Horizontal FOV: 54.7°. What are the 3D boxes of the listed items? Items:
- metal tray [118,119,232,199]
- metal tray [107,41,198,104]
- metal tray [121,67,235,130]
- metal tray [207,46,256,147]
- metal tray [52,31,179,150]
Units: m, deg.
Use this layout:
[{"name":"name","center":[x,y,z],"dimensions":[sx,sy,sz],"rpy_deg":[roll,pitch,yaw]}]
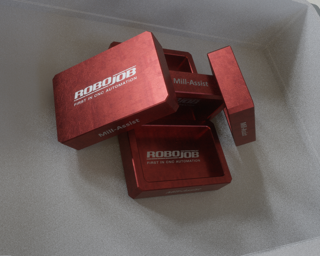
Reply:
[{"name":"metal tray","center":[0.019,0.035,0.387],"dimensions":[0.131,0.030,0.090],"rpy_deg":[1,61,-29]},{"name":"metal tray","center":[-0.006,-0.071,0.440],"dimensions":[0.131,0.030,0.090],"rpy_deg":[0,62,-29]},{"name":"metal tray","center":[0.016,-0.031,0.390],"dimensions":[0.131,0.090,0.030],"rpy_deg":[1,62,-29]},{"name":"metal tray","center":[0.100,-0.038,0.421],"dimensions":[0.030,0.130,0.090],"rpy_deg":[-19,64,10]},{"name":"metal tray","center":[-0.053,-0.039,0.340],"dimensions":[0.030,0.130,0.090],"rpy_deg":[41,32,-60]}]
